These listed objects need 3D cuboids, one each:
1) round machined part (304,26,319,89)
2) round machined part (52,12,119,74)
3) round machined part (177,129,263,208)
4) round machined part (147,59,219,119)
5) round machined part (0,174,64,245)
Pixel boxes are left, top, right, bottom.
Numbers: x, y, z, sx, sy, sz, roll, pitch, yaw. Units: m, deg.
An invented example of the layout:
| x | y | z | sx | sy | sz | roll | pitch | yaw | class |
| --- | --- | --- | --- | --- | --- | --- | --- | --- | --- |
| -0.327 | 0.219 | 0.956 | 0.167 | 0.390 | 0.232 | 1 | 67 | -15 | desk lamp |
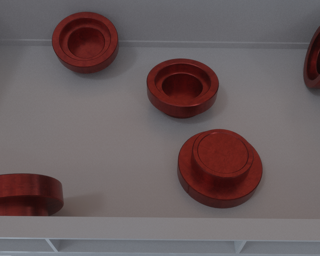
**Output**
| x | y | z | sx | sy | sz | roll | pitch | yaw | class |
| --- | --- | --- | --- | --- | --- | --- | --- | --- | --- |
| 0.250 | -0.103 | 0.448 | 0.042 | 0.097 | 0.098 | 10 | 51 | 4 | round machined part |
| -0.114 | -0.129 | 0.487 | 0.099 | 0.042 | 0.098 | 1 | 72 | -3 | round machined part |
| 0.070 | 0.040 | 0.362 | 0.099 | 0.042 | 0.098 | 0 | 50 | 0 | round machined part |
| 0.031 | -0.052 | 0.438 | 0.099 | 0.042 | 0.098 | 0 | 50 | 0 | round machined part |
| -0.141 | 0.081 | 0.290 | 0.099 | 0.098 | 0.042 | -11 | 64 | -9 | round machined part |
